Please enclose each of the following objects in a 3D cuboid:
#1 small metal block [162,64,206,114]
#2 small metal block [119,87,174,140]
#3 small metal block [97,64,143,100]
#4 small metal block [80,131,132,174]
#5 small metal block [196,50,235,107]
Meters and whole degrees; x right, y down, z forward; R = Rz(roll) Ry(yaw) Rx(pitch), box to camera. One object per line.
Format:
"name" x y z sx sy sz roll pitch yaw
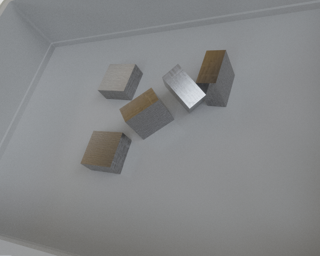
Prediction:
"small metal block" 0.030 -0.048 0.390 0.025 0.050 0.050 -41 84 1
"small metal block" -0.017 -0.018 0.408 0.050 0.050 0.025 -34 52 6
"small metal block" -0.061 -0.072 0.480 0.050 0.025 0.050 6 65 30
"small metal block" -0.073 0.033 0.422 0.050 0.025 0.050 3 63 29
"small metal block" 0.071 -0.062 0.389 0.025 0.050 0.050 6 64 30
